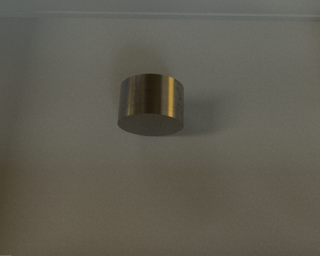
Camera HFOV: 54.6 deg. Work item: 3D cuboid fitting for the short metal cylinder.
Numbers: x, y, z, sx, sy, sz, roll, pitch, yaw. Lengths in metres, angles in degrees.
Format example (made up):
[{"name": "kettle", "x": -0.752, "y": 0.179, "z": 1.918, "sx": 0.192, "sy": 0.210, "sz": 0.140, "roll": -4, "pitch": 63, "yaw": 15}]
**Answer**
[{"name": "short metal cylinder", "x": -0.011, "y": -0.026, "z": 0.387, "sx": 0.080, "sy": 0.080, "sz": 0.050, "roll": 2, "pitch": 70, "yaw": 1}]
